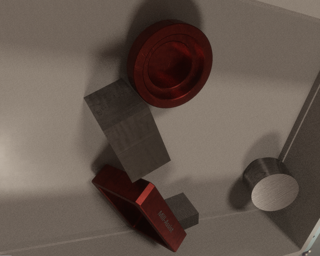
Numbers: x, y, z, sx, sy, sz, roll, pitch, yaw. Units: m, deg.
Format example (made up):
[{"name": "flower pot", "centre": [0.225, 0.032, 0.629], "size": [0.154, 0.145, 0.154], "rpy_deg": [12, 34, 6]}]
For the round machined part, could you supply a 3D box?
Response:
[{"name": "round machined part", "centre": [0.008, -0.075, 0.357], "size": [0.099, 0.042, 0.097], "rpy_deg": [-14, 125, -21]}]

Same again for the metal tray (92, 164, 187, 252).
[{"name": "metal tray", "centre": [-0.026, 0.110, 0.419], "size": [0.030, 0.090, 0.130], "rpy_deg": [-52, 135, -26]}]

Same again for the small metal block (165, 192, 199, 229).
[{"name": "small metal block", "centre": [0.027, 0.136, 0.493], "size": [0.050, 0.050, 0.025], "rpy_deg": [-16, 125, -20]}]

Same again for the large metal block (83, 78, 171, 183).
[{"name": "large metal block", "centre": [-0.038, 0.001, 0.354], "size": [0.050, 0.080, 0.080], "rpy_deg": [-30, 129, -10]}]

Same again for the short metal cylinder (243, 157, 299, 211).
[{"name": "short metal cylinder", "centre": [0.193, 0.099, 0.545], "size": [0.081, 0.050, 0.079], "rpy_deg": [-2, 117, -3]}]
